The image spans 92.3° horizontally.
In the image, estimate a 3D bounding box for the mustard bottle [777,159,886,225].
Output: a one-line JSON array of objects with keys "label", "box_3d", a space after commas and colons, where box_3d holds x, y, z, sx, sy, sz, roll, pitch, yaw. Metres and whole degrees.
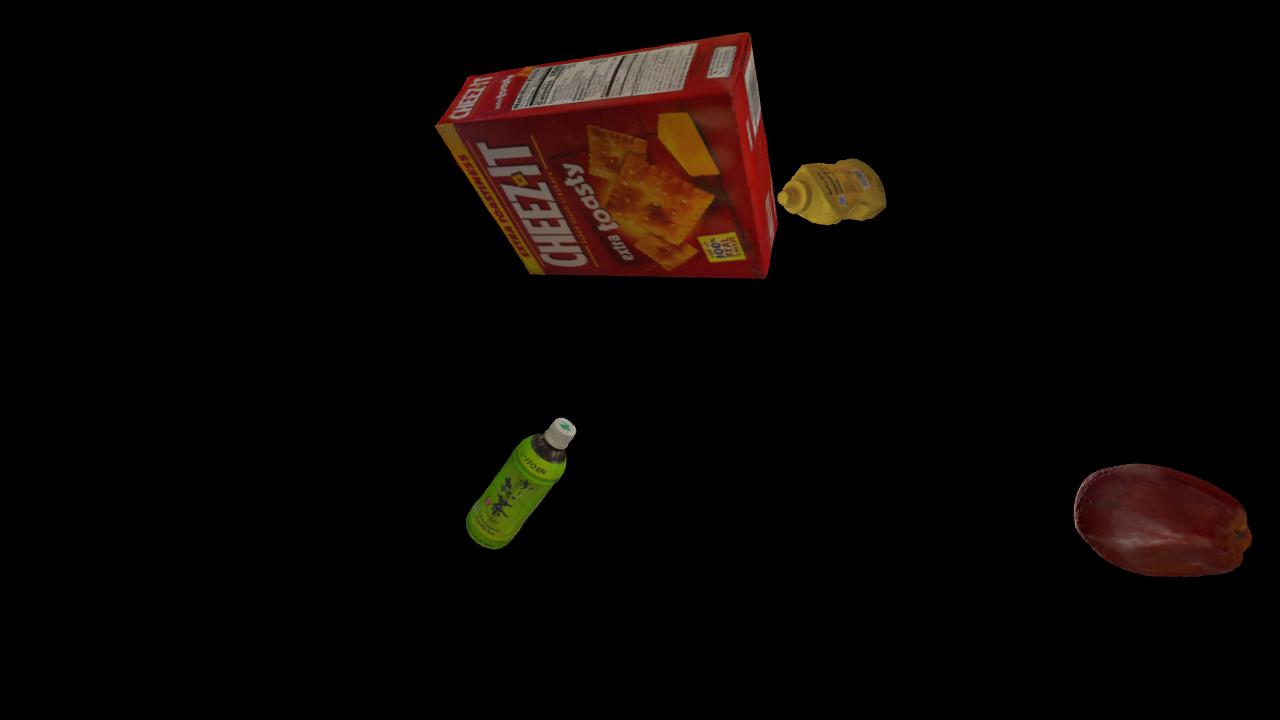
[{"label": "mustard bottle", "box_3d": [0.250, -0.224, 0.824, 0.184, 0.092, 0.054, -17, -11, -35]}]

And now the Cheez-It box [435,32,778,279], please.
[{"label": "Cheez-It box", "box_3d": [-0.016, -0.141, 0.472, 0.223, 0.071, 0.166, 4, -33, 22]}]

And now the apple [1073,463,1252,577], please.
[{"label": "apple", "box_3d": [0.356, 0.110, 0.427, 0.079, 0.079, 0.093, 0, -3, -30]}]

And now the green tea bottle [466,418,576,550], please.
[{"label": "green tea bottle", "box_3d": [-0.147, 0.155, 0.789, 0.073, 0.212, 0.073, 31, 25, -16]}]
